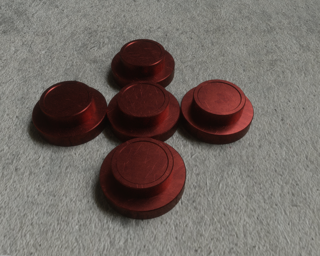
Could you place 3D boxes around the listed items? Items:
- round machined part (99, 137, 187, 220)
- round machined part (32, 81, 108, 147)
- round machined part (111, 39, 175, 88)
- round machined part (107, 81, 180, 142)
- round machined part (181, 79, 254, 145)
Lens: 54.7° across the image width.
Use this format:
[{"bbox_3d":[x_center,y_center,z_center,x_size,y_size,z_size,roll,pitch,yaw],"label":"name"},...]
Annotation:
[{"bbox_3d":[-0.019,0.049,0.352,0.099,0.042,0.098,0,50,0],"label":"round machined part"},{"bbox_3d":[-0.120,-0.026,0.414,0.099,0.042,0.098,0,50,0],"label":"round machined part"},{"bbox_3d":[-0.026,-0.101,0.478,0.099,0.042,0.098,0,50,0],"label":"round machined part"},{"bbox_3d":[-0.022,-0.026,0.415,0.099,0.042,0.098,0,50,0],"label":"round machined part"},{"bbox_3d":[0.077,-0.028,0.419,0.099,0.042,0.098,0,50,0],"label":"round machined part"}]
